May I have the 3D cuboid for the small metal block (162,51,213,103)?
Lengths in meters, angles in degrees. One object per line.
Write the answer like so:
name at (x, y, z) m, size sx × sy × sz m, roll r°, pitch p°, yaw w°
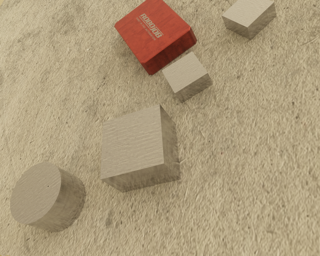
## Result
small metal block at (0.037, -0.070, 0.427) m, size 0.050 × 0.025 × 0.050 m, roll -31°, pitch 52°, yaw 8°

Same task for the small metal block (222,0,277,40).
small metal block at (0.125, -0.158, 0.435) m, size 0.050 × 0.025 × 0.050 m, roll -44°, pitch 51°, yaw -2°

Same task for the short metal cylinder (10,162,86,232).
short metal cylinder at (-0.147, 0.091, 0.409) m, size 0.080 × 0.050 × 0.080 m, roll -13°, pitch 56°, yaw 21°

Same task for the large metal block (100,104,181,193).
large metal block at (-0.024, 0.027, 0.384) m, size 0.080 × 0.050 × 0.080 m, roll -17°, pitch 55°, yaw 18°

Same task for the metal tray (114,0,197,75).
metal tray at (-0.011, -0.154, 0.501) m, size 0.090 × 0.030 × 0.130 m, roll -36°, pitch 51°, yaw 4°
